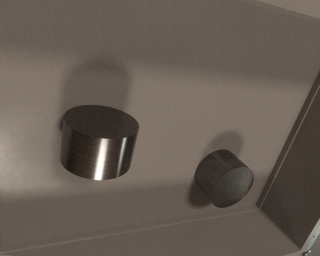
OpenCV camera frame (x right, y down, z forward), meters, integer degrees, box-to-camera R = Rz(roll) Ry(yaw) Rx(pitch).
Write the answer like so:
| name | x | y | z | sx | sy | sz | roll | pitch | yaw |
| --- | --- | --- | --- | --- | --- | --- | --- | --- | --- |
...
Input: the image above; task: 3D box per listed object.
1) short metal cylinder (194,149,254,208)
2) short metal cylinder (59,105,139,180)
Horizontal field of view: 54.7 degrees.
| name | x | y | z | sx | sy | sz | roll | pitch | yaw |
| --- | --- | --- | --- | --- | --- | --- | --- | --- | --- |
| short metal cylinder | 0.103 | 0.082 | 0.502 | 0.081 | 0.050 | 0.079 | -14 | 125 | -21 |
| short metal cylinder | -0.068 | 0.014 | 0.346 | 0.081 | 0.080 | 0.050 | 0 | 119 | -29 |
